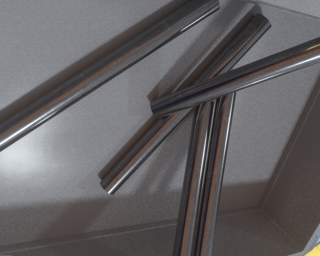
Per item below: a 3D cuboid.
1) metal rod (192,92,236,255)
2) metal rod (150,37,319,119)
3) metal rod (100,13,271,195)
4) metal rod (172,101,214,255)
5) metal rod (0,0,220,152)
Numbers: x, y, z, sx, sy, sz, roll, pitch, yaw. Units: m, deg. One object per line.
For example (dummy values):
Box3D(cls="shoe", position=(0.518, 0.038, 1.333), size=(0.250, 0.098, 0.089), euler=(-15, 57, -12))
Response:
Box3D(cls="metal rod", position=(0.071, 0.076, 0.417), size=(0.025, 0.025, 0.298), euler=(9, 90, -32))
Box3D(cls="metal rod", position=(0.126, -0.068, 0.337), size=(0.300, 0.025, 0.025), euler=(-19, 134, 22))
Box3D(cls="metal rod", position=(0.030, -0.028, 0.407), size=(0.300, 0.025, 0.025), euler=(-47, 129, 5))
Box3D(cls="metal rod", position=(0.038, 0.111, 0.410), size=(0.025, 0.025, 0.298), euler=(12, 84, -33))
Box3D(cls="metal rod", position=(-0.064, -0.060, 0.336), size=(0.301, 0.025, 0.025), euler=(-34, 129, -6))
